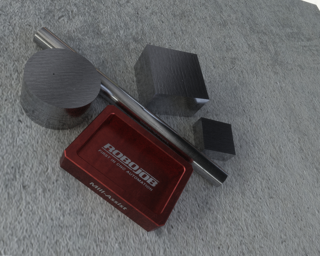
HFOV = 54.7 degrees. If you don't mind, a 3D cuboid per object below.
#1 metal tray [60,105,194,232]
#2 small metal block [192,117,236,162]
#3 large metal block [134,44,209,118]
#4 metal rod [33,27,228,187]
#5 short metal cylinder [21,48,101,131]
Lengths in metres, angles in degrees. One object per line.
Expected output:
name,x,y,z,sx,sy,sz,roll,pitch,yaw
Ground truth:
metal tray,-0.035,0.044,0.358,0.130,0.030,0.090,38,51,-3
small metal block,0.076,0.017,0.438,0.050,0.025,0.050,12,57,-22
large metal block,0.014,-0.064,0.437,0.081,0.050,0.080,4,60,-27
metal rod,-0.036,-0.025,0.402,0.300,0.025,0.025,39,51,-3
short metal cylinder,-0.114,-0.044,0.355,0.081,0.050,0.080,14,56,-21
